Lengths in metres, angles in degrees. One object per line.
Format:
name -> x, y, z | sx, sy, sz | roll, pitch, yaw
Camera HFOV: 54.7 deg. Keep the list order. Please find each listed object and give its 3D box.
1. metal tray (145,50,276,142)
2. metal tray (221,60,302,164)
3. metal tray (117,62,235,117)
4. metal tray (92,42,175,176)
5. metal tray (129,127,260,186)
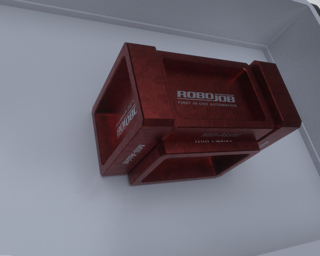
metal tray -> 0.053, -0.032, 0.332 | 0.131, 0.030, 0.090 | 1, 61, -28
metal tray -> 0.108, -0.013, 0.401 | 0.030, 0.129, 0.090 | 1, 62, -28
metal tray -> 0.018, -0.046, 0.398 | 0.131, 0.090, 0.030 | 0, 63, -28
metal tray -> -0.036, -0.013, 0.325 | 0.030, 0.129, 0.090 | 1, 62, -28
metal tray -> 0.037, 0.033, 0.360 | 0.131, 0.090, 0.030 | 0, 61, -28
